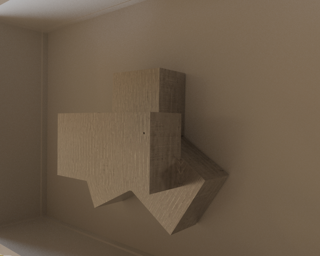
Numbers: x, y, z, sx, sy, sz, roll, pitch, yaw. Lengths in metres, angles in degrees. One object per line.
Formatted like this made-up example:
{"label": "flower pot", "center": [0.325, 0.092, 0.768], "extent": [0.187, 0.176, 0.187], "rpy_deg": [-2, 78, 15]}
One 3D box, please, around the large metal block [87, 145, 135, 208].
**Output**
{"label": "large metal block", "center": [-0.061, 0.058, 0.439], "extent": [0.080, 0.050, 0.080], "rpy_deg": [-32, 70, 35]}

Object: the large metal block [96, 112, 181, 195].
{"label": "large metal block", "center": [-0.024, 0.023, 0.342], "extent": [0.080, 0.050, 0.080], "rpy_deg": [1, 91, 40]}

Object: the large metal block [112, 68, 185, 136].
{"label": "large metal block", "center": [-0.016, -0.031, 0.402], "extent": [0.080, 0.050, 0.079], "rpy_deg": [2, 91, 40]}

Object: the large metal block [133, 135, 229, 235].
{"label": "large metal block", "center": [0.020, 0.064, 0.371], "extent": [0.080, 0.050, 0.080], "rpy_deg": [42, 115, 32]}

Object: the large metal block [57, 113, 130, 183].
{"label": "large metal block", "center": [-0.085, 0.022, 0.394], "extent": [0.080, 0.050, 0.080], "rpy_deg": [1, 91, 40]}
